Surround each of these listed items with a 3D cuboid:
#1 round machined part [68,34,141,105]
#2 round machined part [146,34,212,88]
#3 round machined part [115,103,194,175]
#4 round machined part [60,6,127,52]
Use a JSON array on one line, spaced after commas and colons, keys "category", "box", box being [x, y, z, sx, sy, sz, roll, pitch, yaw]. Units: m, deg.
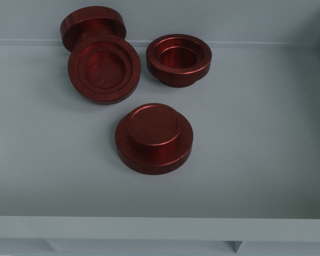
[{"category": "round machined part", "box": [-0.078, -0.080, 0.442, 0.099, 0.042, 0.097, 1, 80, -6]}, {"category": "round machined part", "box": [0.028, -0.100, 0.478, 0.099, 0.042, 0.098, 0, 50, 0]}, {"category": "round machined part", "box": [-0.007, 0.007, 0.389, 0.099, 0.042, 0.098, 0, 50, 0]}, {"category": "round machined part", "box": [-0.099, -0.137, 0.477, 0.099, 0.098, 0.042, -14, 74, -12]}]
